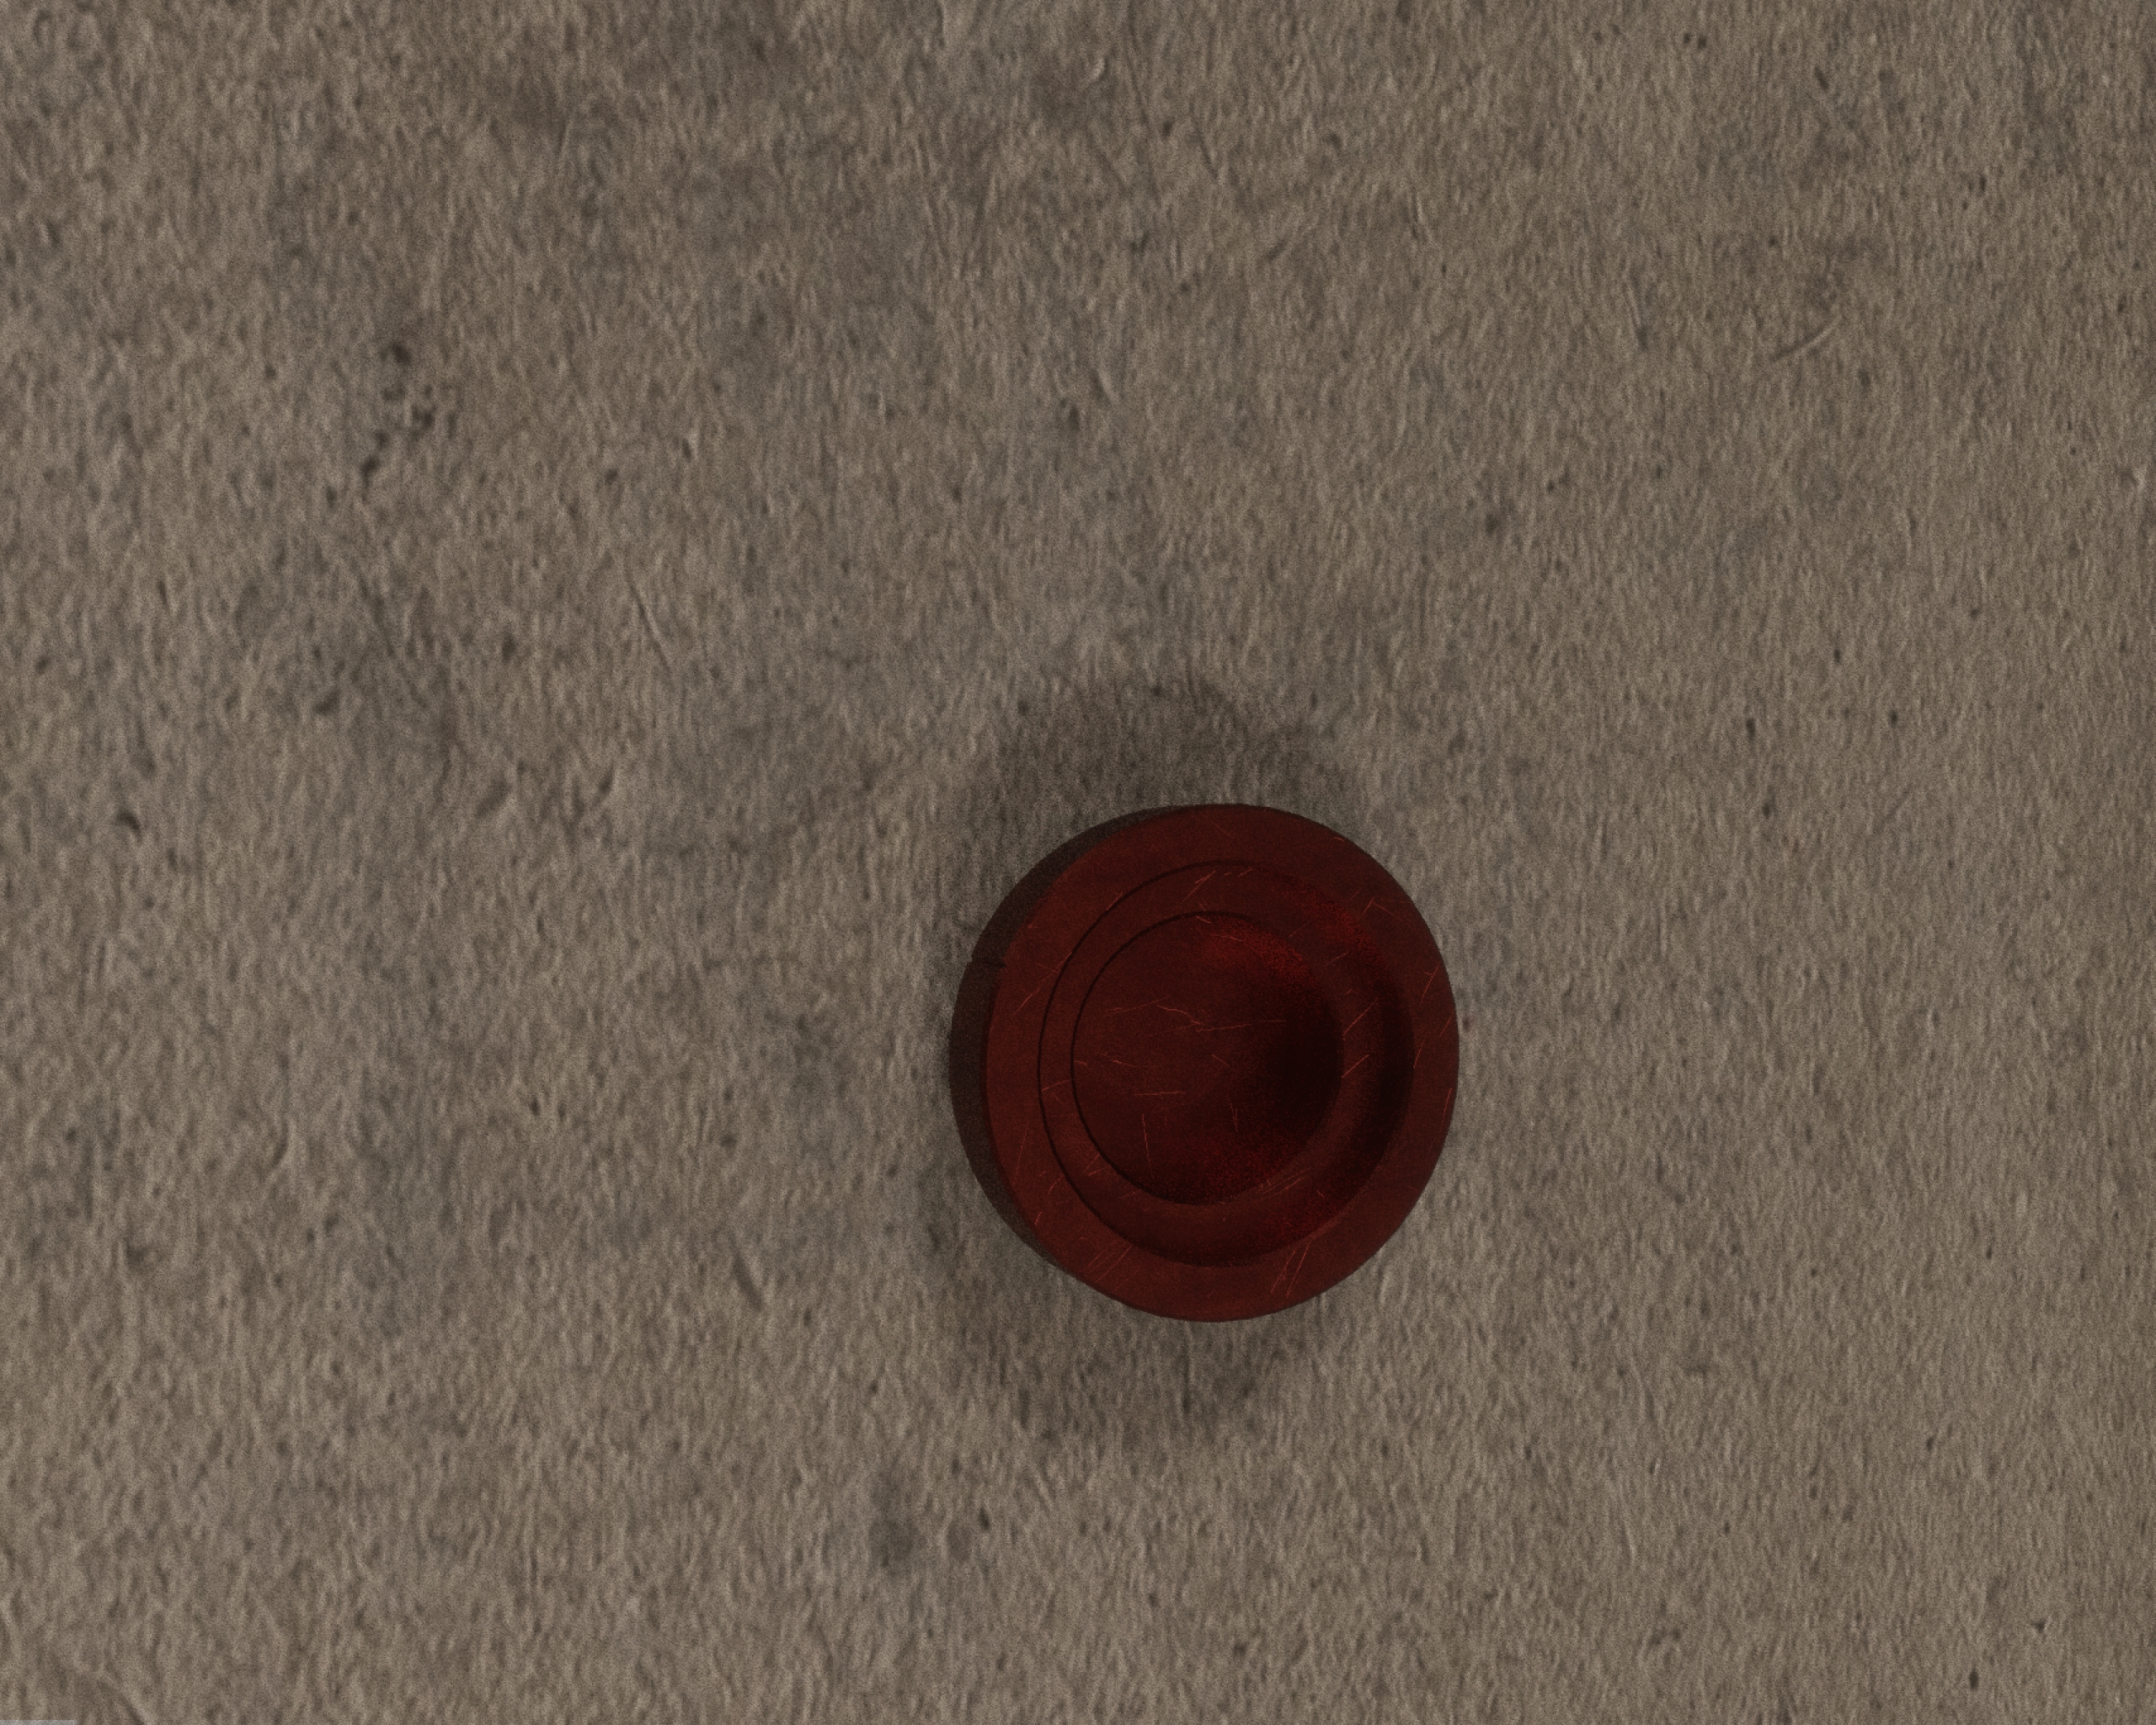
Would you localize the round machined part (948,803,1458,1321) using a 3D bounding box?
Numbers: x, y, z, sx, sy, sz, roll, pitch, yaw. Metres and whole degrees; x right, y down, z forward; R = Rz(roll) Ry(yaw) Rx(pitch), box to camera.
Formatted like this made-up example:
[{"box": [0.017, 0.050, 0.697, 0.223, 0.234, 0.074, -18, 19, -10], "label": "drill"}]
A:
[{"box": [0.021, 0.037, 0.410, 0.099, 0.042, 0.097, 0, 90, -21], "label": "round machined part"}]
